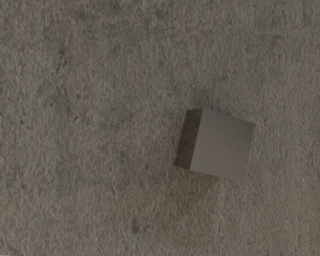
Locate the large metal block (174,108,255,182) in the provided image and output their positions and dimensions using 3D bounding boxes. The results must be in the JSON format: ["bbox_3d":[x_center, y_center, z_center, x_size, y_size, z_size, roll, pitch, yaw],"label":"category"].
[{"bbox_3d":[0.074,0.023,0.423,0.081,0.050,0.080,15,85,-20],"label":"large metal block"}]
